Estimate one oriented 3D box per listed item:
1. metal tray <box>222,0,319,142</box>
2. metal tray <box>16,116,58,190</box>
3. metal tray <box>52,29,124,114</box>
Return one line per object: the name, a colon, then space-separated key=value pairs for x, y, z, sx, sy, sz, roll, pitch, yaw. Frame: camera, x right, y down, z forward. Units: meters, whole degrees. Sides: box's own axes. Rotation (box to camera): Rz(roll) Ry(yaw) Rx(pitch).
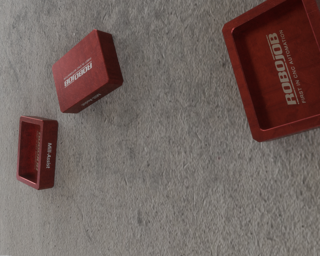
metal tray: x=0.121 y=-0.059 z=0.301 sx=0.090 sy=0.030 sz=0.129 roll=-21 pitch=77 yaw=38
metal tray: x=-0.239 y=0.045 z=0.598 sx=0.090 sy=0.030 sz=0.129 roll=9 pitch=96 yaw=39
metal tray: x=-0.121 y=-0.087 z=0.502 sx=0.130 sy=0.030 sz=0.090 roll=-25 pitch=75 yaw=37
